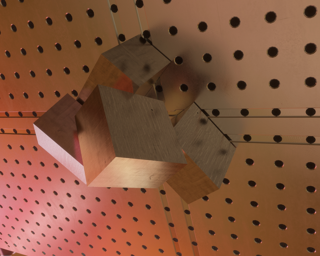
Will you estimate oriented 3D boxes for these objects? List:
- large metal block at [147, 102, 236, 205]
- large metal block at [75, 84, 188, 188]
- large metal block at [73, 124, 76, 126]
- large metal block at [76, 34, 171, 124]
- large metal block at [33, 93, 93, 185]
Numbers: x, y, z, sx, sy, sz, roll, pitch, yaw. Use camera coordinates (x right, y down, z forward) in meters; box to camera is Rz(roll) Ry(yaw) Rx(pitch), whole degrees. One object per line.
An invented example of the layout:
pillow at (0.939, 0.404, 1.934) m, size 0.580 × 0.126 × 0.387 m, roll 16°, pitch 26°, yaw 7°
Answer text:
large metal block at (0.037, 0.029, 0.371) m, size 0.080 × 0.080 × 0.050 m, roll 47°, pitch 129°, yaw -5°
large metal block at (-0.030, 0.011, 0.306) m, size 0.050 × 0.081 × 0.080 m, roll -45°, pitch 50°, yaw 34°
large metal block at (-0.087, 0.020, 0.451) m, size 0.080 × 0.050 × 0.080 m, roll 43°, pitch 129°, yaw -2°
large metal block at (-0.043, -0.053, 0.362) m, size 0.050 × 0.080 × 0.080 m, roll 41°, pitch 129°, yaw 0°
large metal block at (-0.099, 0.017, 0.371) m, size 0.080 × 0.050 × 0.080 m, roll 41°, pitch 154°, yaw 0°
